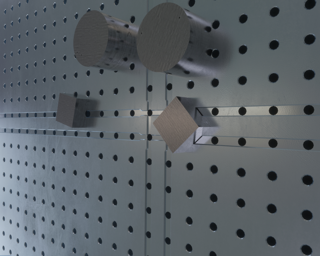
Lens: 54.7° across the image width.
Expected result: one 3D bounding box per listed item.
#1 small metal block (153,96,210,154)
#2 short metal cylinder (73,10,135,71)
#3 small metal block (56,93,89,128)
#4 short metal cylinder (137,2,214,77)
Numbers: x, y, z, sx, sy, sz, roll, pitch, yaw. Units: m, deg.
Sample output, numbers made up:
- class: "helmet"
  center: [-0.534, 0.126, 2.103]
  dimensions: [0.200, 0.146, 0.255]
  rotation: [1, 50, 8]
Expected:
- class: "small metal block"
  center: [0.026, -0.004, 0.388]
  dimensions: [0.050, 0.025, 0.050]
  rotation: [-48, 62, 29]
- class: "short metal cylinder"
  center: [-0.084, -0.128, 0.463]
  dimensions: [0.080, 0.050, 0.079]
  rotation: [0, 90, 40]
- class: "small metal block"
  center: [-0.152, -0.031, 0.535]
  dimensions: [0.050, 0.025, 0.050]
  rotation: [19, 102, 38]
- class: "short metal cylinder"
  center: [0.018, -0.105, 0.378]
  dimensions: [0.080, 0.050, 0.079]
  rotation: [0, 90, 40]
